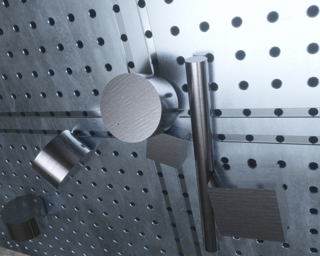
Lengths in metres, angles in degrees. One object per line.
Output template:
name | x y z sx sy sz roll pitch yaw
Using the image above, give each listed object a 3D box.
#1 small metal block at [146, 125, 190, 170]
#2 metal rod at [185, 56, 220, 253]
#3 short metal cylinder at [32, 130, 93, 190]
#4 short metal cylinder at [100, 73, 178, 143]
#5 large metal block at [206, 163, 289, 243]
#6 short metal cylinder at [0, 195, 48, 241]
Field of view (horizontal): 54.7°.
small metal block | 0.010 0.022 0.420 0.050 0.025 0.050 18 126 18
metal rod | 0.060 0.054 0.412 0.025 0.025 0.298 6 121 25
short metal cylinder | -0.151 0.049 0.486 0.050 0.080 0.080 40 129 1
short metal cylinder | -0.024 -0.026 0.376 0.080 0.050 0.079 4 100 24
large metal block | 0.113 0.092 0.392 0.080 0.050 0.080 -5 116 30
short metal cylinder | -0.276 0.183 0.635 0.080 0.080 0.050 12 124 21
